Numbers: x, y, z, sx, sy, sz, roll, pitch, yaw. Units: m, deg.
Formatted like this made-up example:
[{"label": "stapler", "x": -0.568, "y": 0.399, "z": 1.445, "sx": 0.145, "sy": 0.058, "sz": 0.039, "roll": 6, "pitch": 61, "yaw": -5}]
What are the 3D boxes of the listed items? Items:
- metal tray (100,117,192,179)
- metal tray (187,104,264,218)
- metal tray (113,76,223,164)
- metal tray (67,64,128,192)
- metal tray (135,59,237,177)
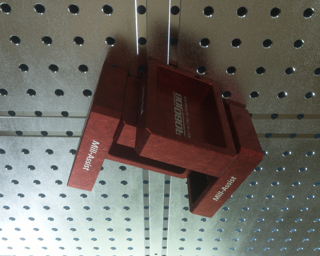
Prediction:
[{"label": "metal tray", "x": -0.006, "y": 0.017, "z": 0.422, "sx": 0.131, "sy": 0.030, "sz": 0.089, "roll": 17, "pitch": 128, "yaw": -15}, {"label": "metal tray", "x": 0.077, "y": 0.044, "z": 0.406, "sx": 0.030, "sy": 0.090, "sz": 0.129, "roll": 17, "pitch": 128, "yaw": -14}, {"label": "metal tray", "x": 0.016, "y": -0.007, "z": 0.363, "sx": 0.131, "sy": 0.090, "sz": 0.030, "roll": 17, "pitch": 128, "yaw": -14}, {"label": "metal tray", "x": -0.075, "y": 0.001, "z": 0.369, "sx": 0.030, "sy": 0.090, "sz": 0.129, "roll": 17, "pitch": 128, "yaw": -14}, {"label": "metal tray", "x": 0.024, "y": -0.016, "z": 0.328, "sx": 0.091, "sy": 0.130, "sz": 0.030, "roll": 17, "pitch": 128, "yaw": -15}]
